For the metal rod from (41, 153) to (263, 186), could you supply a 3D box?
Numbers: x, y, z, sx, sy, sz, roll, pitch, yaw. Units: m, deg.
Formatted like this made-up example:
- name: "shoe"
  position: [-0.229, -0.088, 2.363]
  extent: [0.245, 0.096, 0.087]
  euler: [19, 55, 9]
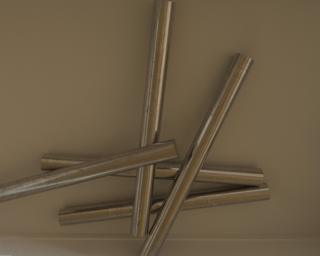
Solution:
- name: "metal rod"
  position: [-0.009, 0.058, 0.431]
  extent: [0.302, 0.025, 0.025]
  euler: [4, 110, -2]

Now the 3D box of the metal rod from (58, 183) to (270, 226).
- name: "metal rod"
  position: [0.005, 0.111, 0.451]
  extent: [0.302, 0.025, 0.025]
  euler: [-8, 110, 2]

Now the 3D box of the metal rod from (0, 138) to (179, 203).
- name: "metal rod"
  position: [-0.123, 0.064, 0.405]
  extent: [0.301, 0.025, 0.025]
  euler: [-15, 110, 11]

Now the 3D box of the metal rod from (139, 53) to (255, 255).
- name: "metal rod"
  position: [0.043, 0.046, 0.406]
  extent: [0.025, 0.025, 0.298]
  euler: [23, 100, -9]

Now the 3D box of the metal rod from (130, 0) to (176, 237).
- name: "metal rod"
  position: [-0.012, -0.001, 0.391]
  extent: [0.025, 0.025, 0.298]
  euler: [6, 104, -3]
